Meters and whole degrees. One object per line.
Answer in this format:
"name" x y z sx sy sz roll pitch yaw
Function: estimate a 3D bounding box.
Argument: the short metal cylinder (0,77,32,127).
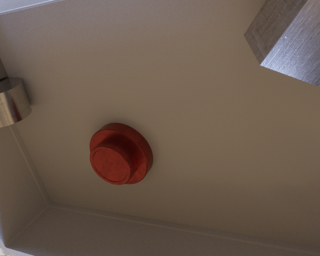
"short metal cylinder" -0.246 -0.040 0.475 0.080 0.080 0.050 7 122 24

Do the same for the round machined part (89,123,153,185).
"round machined part" -0.063 0.045 0.457 0.098 0.042 0.097 13 124 20

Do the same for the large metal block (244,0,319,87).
"large metal block" 0.130 -0.084 0.250 0.081 0.050 0.079 14 131 -19

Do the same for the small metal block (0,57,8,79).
"small metal block" -0.271 -0.094 0.474 0.025 0.050 0.050 1 119 27
